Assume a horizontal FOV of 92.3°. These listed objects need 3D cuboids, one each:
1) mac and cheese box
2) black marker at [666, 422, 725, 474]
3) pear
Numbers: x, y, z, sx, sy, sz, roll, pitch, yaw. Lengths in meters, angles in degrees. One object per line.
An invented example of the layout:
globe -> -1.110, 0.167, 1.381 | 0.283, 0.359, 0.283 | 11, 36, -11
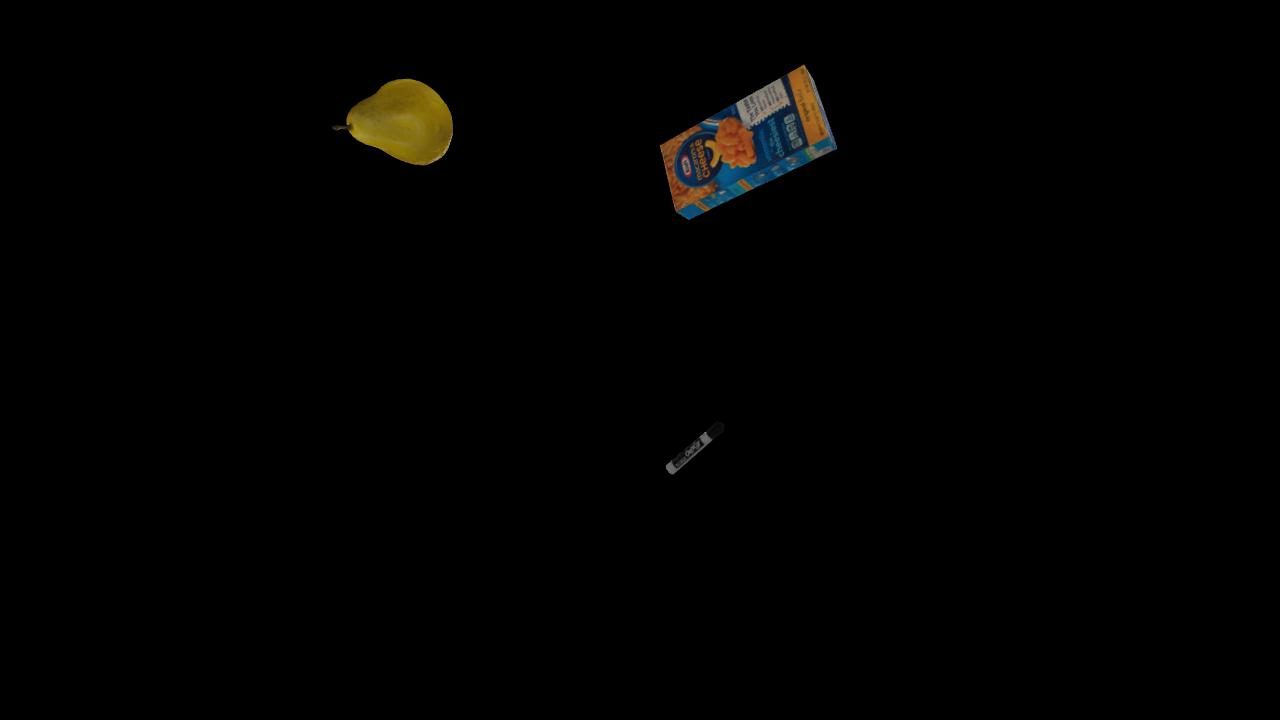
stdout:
mac and cheese box -> 0.115, -0.239, 0.690 | 0.184, 0.093, 0.041 | -21, -16, 29
black marker -> 0.087, 0.137, 0.962 | 0.121, 0.020, 0.020 | -45, -21, 23
pear -> -0.236, -0.221, 0.576 | 0.111, 0.080, 0.080 | -16, 10, -39
